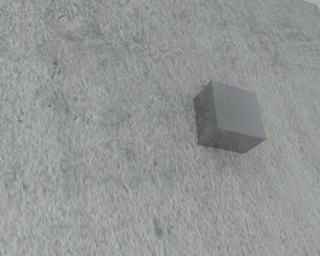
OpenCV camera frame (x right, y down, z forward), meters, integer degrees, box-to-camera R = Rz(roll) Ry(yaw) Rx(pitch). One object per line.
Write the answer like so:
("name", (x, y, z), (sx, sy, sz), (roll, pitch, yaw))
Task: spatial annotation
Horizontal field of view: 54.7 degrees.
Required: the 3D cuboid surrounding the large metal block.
("large metal block", (0.100, -0.015, 0.453), (0.081, 0.050, 0.080), (12, 57, -22))
